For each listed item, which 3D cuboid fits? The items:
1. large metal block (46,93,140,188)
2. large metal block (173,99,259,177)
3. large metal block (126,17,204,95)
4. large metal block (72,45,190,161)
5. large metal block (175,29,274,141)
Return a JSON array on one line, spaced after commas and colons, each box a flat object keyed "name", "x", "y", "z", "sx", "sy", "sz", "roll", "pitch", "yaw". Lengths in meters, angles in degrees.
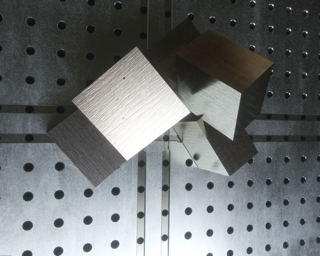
[{"name": "large metal block", "x": -0.076, "y": 0.011, "z": 0.371, "sx": 0.080, "sy": 0.050, "sz": 0.080, "roll": -41, "pitch": 104, "yaw": -16}, {"name": "large metal block", "x": 0.069, "y": 0.011, "z": 0.408, "sx": 0.050, "sy": 0.080, "sz": 0.080, "roll": -36, "pitch": 102, "yaw": -17}, {"name": "large metal block", "x": 0.006, "y": -0.081, "z": 0.385, "sx": 0.080, "sy": 0.080, "sz": 0.050, "roll": -43, "pitch": 104, "yaw": -15}, {"name": "large metal block", "x": -0.028, "y": -0.028, "z": 0.320, "sx": 0.080, "sy": 0.050, "sz": 0.080, "roll": -38, "pitch": 104, "yaw": 10}, {"name": "large metal block", "x": 0.065, "y": -0.046, "z": 0.333, "sx": 0.080, "sy": 0.080, "sz": 0.050, "roll": 38, "pitch": 68, "yaw": 27}]
